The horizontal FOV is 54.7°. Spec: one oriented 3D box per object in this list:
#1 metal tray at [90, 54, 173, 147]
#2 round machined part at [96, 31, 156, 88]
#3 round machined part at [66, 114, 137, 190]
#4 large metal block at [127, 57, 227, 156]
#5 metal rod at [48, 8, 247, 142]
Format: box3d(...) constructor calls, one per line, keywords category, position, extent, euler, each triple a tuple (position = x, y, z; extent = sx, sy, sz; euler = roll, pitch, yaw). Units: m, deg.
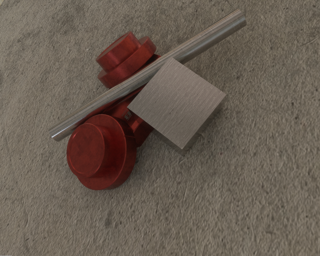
box3d(category="metal tray", position=(-0.030, -0.046, 0.446), extent=(0.090, 0.030, 0.130), euler=(27, 76, 37))
box3d(category="round machined part", position=(-0.057, -0.107, 0.464), extent=(0.098, 0.042, 0.098), euler=(-33, 23, 17))
box3d(category="round machined part", position=(-0.081, 0.030, 0.396), extent=(0.098, 0.042, 0.098), euler=(-6, 78, 34))
box3d(category="large metal block", position=(0.021, -0.024, 0.375), extent=(0.080, 0.050, 0.080), euler=(37, 81, 14))
box3d(category="metal rod", position=(-0.022, -0.067, 0.421), extent=(0.300, 0.025, 0.025), euler=(-31, 52, 8))
